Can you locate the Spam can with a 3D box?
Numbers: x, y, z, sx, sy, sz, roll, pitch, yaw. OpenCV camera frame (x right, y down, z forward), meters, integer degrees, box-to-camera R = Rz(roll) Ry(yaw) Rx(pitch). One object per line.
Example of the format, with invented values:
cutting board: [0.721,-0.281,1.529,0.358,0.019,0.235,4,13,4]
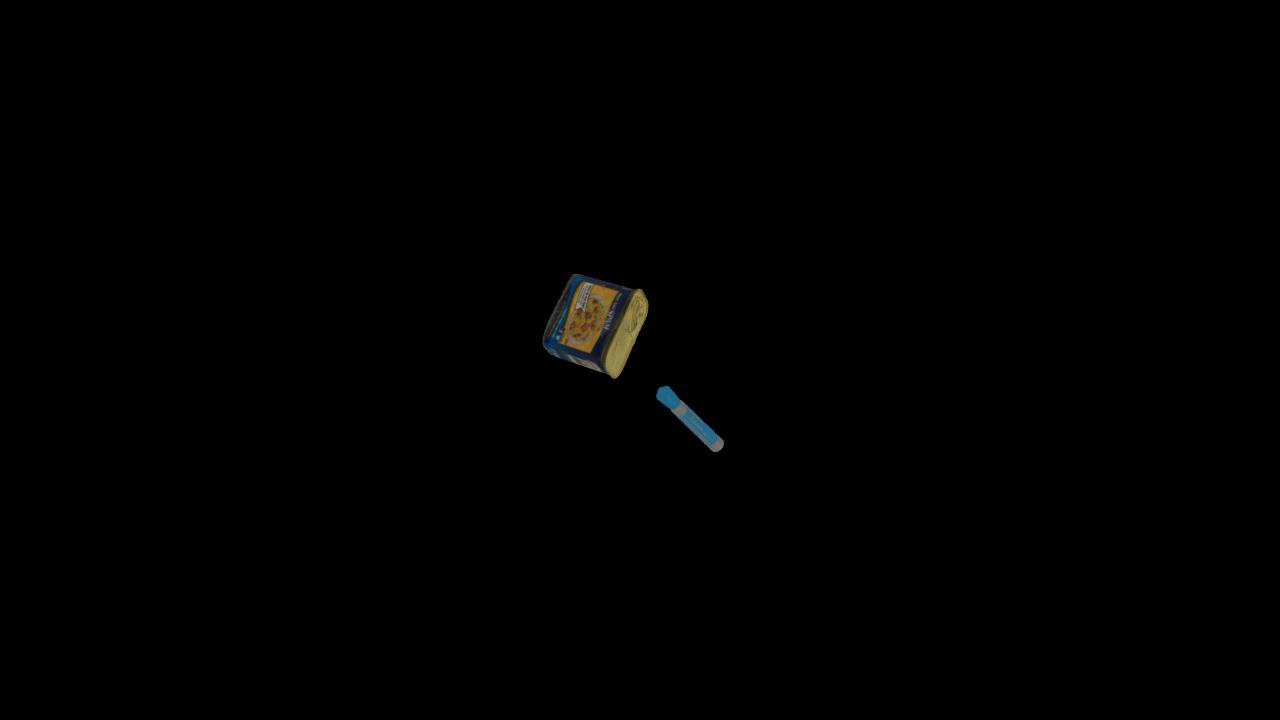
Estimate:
Spam can: [-0.050,-0.040,0.692,0.085,0.101,0.058,18,-17,21]

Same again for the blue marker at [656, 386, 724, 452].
blue marker: [0.058,0.068,0.705,0.020,0.020,0.121,0,-35,47]
